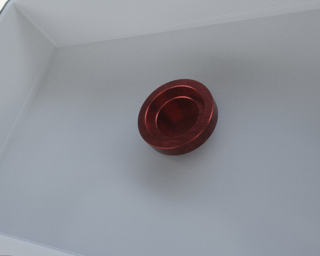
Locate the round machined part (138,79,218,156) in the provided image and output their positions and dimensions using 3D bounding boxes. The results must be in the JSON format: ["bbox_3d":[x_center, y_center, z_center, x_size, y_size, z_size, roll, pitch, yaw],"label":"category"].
[{"bbox_3d":[0.025,-0.010,0.389,0.098,0.042,0.098,-13,56,21],"label":"round machined part"}]
